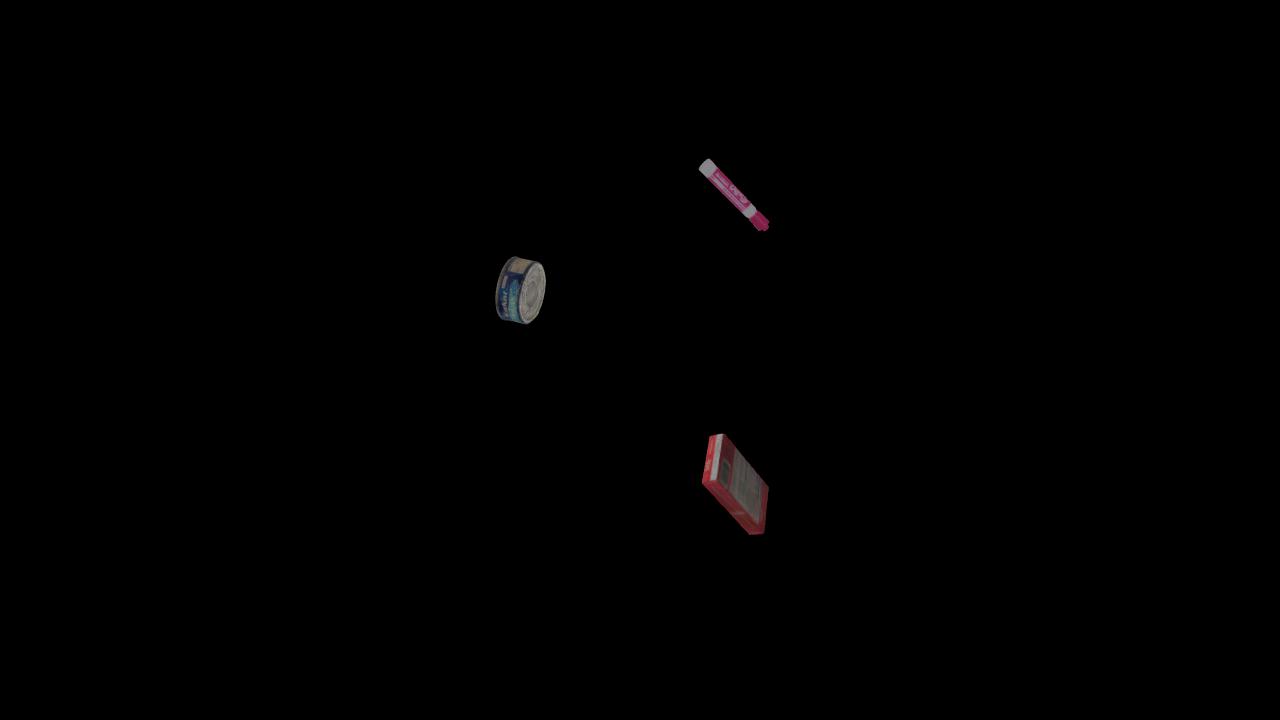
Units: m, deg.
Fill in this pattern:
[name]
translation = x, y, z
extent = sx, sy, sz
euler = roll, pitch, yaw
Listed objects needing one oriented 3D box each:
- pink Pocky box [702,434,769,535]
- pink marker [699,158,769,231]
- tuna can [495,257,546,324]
[pink Pocky box]
translation = 0.146, 0.188, 0.924
extent = 0.029, 0.084, 0.155
euler = -16, -50, 33
[pink marker]
translation = 0.124, -0.210, 0.793
extent = 0.121, 0.020, 0.020
euler = 40, -15, -19
[tuna can]
translation = -0.153, -0.089, 0.796
extent = 0.034, 0.084, 0.084
euler = 13, 3, 11
